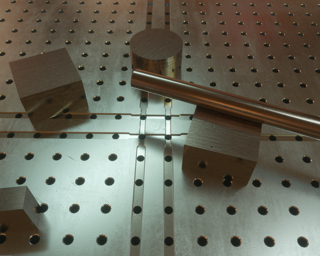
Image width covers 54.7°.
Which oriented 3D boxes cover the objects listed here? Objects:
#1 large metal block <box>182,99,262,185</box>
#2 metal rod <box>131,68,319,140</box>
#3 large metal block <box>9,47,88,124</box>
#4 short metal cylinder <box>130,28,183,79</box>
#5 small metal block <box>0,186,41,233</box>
[{"bbox_3d":[0.077,0.014,0.381,0.080,0.050,0.080,13,51,10],"label":"large metal block"},{"bbox_3d":[0.108,-0.021,0.361,0.301,0.025,0.025,17,52,13],"label":"metal rod"},{"bbox_3d":[-0.158,-0.062,0.442,0.081,0.050,0.080,-21,53,-17],"label":"large metal block"},{"bbox_3d":[-0.006,-0.112,0.486,0.081,0.050,0.080,0,50,0],"label":"short metal cylinder"},{"bbox_3d":[-0.157,0.085,0.318,0.050,0.050,0.025,-5,51,-5],"label":"small metal block"}]
